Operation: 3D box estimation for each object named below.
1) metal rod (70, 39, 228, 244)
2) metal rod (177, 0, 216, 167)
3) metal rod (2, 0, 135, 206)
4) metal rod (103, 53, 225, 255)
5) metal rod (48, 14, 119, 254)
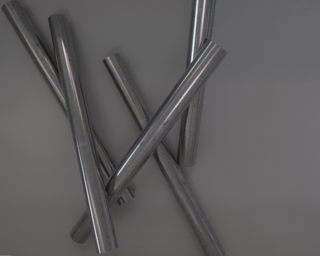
[{"bbox_3d":[-0.024,0.030,0.364,0.025,0.025,0.299,36,109,0],"label":"metal rod"},{"bbox_3d":[0.043,-0.086,0.343,0.025,0.025,0.298,3,118,0],"label":"metal rod"},{"bbox_3d":[-0.120,-0.032,0.410,0.025,0.025,0.299,-31,90,0],"label":"metal rod"},{"bbox_3d":[0.005,0.039,0.411,0.025,0.025,0.299,-28,90,0],"label":"metal rod"},{"bbox_3d":[-0.097,-0.003,0.381,0.025,0.025,0.299,-15,78,0],"label":"metal rod"}]
